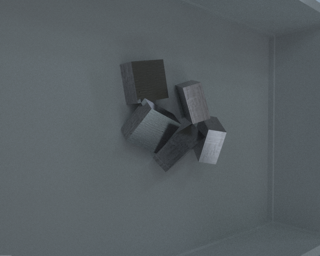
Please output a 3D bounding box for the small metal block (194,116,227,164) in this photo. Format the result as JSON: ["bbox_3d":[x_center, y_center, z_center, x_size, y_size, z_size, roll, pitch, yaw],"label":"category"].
[{"bbox_3d":[0.067,0.015,0.435,0.025,0.050,0.050,9,114,-11],"label":"small metal block"}]

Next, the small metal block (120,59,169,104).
[{"bbox_3d":[-0.019,-0.059,0.392,0.050,0.025,0.050,-15,100,-39],"label":"small metal block"}]

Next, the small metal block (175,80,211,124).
[{"bbox_3d":[0.044,-0.037,0.426,0.025,0.050,0.050,-18,104,-4],"label":"small metal block"}]

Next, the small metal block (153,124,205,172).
[{"bbox_3d":[0.025,0.025,0.401,0.025,0.050,0.050,48,31,9],"label":"small metal block"}]

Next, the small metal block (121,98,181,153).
[{"bbox_3d":[-0.011,-0.001,0.383,0.050,0.025,0.050,27,109,-37],"label":"small metal block"}]
